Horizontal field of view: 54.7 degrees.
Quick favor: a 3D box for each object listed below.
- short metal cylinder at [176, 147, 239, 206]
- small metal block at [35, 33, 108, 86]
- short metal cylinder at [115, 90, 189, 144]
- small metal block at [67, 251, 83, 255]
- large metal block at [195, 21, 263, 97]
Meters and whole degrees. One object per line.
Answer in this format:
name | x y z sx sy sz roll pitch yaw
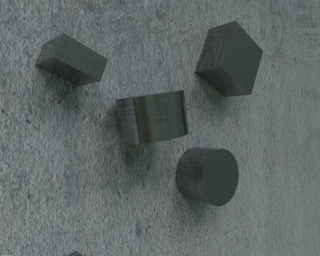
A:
short metal cylinder | 0.069 0.069 0.449 0.081 0.050 0.079 0 90 -40
small metal block | -0.090 -0.067 0.314 0.050 0.050 0.025 26 74 -37
short metal cylinder | -0.009 -0.014 0.363 0.081 0.080 0.050 -14 99 -40
small metal block | -0.100 0.167 0.323 0.050 0.025 0.050 -16 100 -39
large metal block | 0.109 -0.104 0.483 0.080 0.050 0.080 31 71 -36
